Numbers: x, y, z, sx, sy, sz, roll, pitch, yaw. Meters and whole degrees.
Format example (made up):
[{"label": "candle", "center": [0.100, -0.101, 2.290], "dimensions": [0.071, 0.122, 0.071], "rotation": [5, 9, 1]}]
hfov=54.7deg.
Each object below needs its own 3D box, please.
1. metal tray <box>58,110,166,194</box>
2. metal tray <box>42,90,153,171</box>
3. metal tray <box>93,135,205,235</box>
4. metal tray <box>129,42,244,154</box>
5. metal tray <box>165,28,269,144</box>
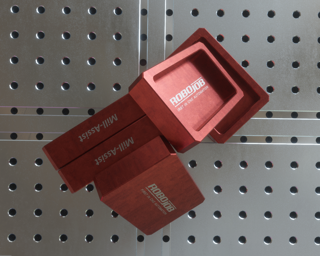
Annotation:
[{"label": "metal tray", "center": [-0.049, 0.025, 0.379], "dimensions": [0.130, 0.090, 0.030], "rotation": [-32, 90, 0]}, {"label": "metal tray", "center": [-0.067, 0.000, 0.380], "dimensions": [0.130, 0.090, 0.030], "rotation": [-32, 90, 0]}, {"label": "metal tray", "center": [-0.006, 0.074, 0.367], "dimensions": [0.090, 0.130, 0.030], "rotation": [-32, 49, 0]}, {"label": "metal tray", "center": [0.036, -0.041, 0.357], "dimensions": [0.090, 0.030, 0.131], "rotation": [51, 45, 0]}, {"label": "metal tray", "center": [0.066, -0.054, 0.410], "dimensions": [0.090, 0.030, 0.130], "rotation": [-44, 91, 0]}]
